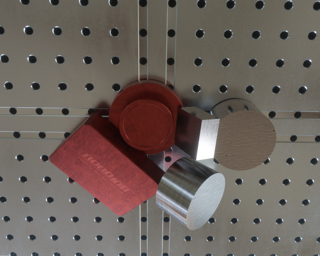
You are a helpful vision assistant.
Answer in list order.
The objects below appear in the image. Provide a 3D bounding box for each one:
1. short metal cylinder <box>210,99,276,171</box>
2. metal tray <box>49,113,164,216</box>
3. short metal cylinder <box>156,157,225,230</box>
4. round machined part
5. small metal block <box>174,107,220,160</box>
[{"bbox_3d":[0.101,0.008,0.400,0.081,0.050,0.079,0,110,0],"label":"short metal cylinder"},{"bbox_3d":[-0.069,0.052,0.413,0.130,0.030,0.090,43,120,-15],"label":"metal tray"},{"bbox_3d":[0.041,0.084,0.405,0.050,0.081,0.079,26,115,37],"label":"short metal cylinder"},{"bbox_3d":[-0.016,-0.010,0.396,0.099,0.042,0.097,0,110,0],"label":"round machined part"},{"bbox_3d":[0.044,0.005,0.379,0.025,0.050,0.050,-5,112,-28],"label":"small metal block"}]
